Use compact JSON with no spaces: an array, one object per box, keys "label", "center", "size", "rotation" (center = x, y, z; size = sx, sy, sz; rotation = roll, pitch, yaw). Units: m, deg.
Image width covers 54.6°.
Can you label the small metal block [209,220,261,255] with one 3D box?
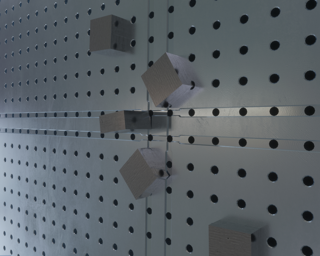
[{"label":"small metal block","center":[0.082,0.134,0.342],"size":[0.050,0.025,0.050],"rotation":[-1,89,40]}]

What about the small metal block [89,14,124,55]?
[{"label":"small metal block","center":[-0.083,-0.143,0.479],"size":[0.050,0.025,0.050],"rotation":[4,93,40]}]

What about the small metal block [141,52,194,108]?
[{"label":"small metal block","center":[0.009,-0.061,0.403],"size":[0.050,0.025,0.050],"rotation":[-38,67,33]}]

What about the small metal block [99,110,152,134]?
[{"label":"small metal block","center":[-0.048,-0.008,0.434],"size":[0.050,0.050,0.025],"rotation":[-9,84,40]}]

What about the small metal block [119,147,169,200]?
[{"label":"small metal block","center":[-0.023,0.063,0.430],"size":[0.050,0.025,0.050],"rotation":[-50,61,28]}]
